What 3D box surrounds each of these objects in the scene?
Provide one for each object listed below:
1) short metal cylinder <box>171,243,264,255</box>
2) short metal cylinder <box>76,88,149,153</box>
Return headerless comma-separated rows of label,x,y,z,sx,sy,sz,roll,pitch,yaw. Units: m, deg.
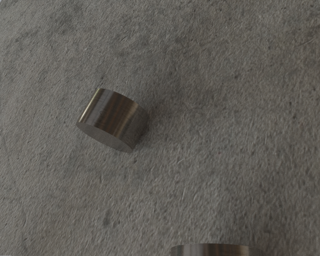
short metal cylinder,0.048,0.131,0.262,0.080,0.080,0.050,-10,58,22
short metal cylinder,-0.061,-0.008,0.404,0.080,0.080,0.050,14,69,33
